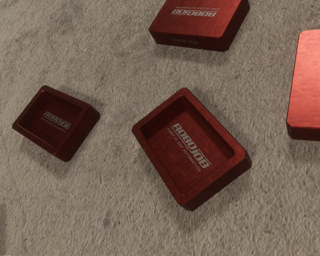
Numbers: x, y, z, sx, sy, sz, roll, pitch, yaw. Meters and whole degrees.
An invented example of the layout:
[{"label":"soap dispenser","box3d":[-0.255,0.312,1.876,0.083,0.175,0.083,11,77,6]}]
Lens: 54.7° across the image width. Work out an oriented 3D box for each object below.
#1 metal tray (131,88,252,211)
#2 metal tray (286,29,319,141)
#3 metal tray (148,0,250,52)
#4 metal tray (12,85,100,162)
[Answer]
[{"label":"metal tray","box3d":[0.032,0.020,0.370,0.090,0.030,0.130,-38,51,2]},{"label":"metal tray","box3d":[0.191,-0.049,0.330,0.090,0.030,0.130,4,64,29]},{"label":"metal tray","box3d":[0.057,-0.167,0.472,0.130,0.030,0.090,18,71,34]},{"label":"metal tray","box3d":[-0.167,-0.011,0.492,0.130,0.030,0.090,23,74,36]}]
